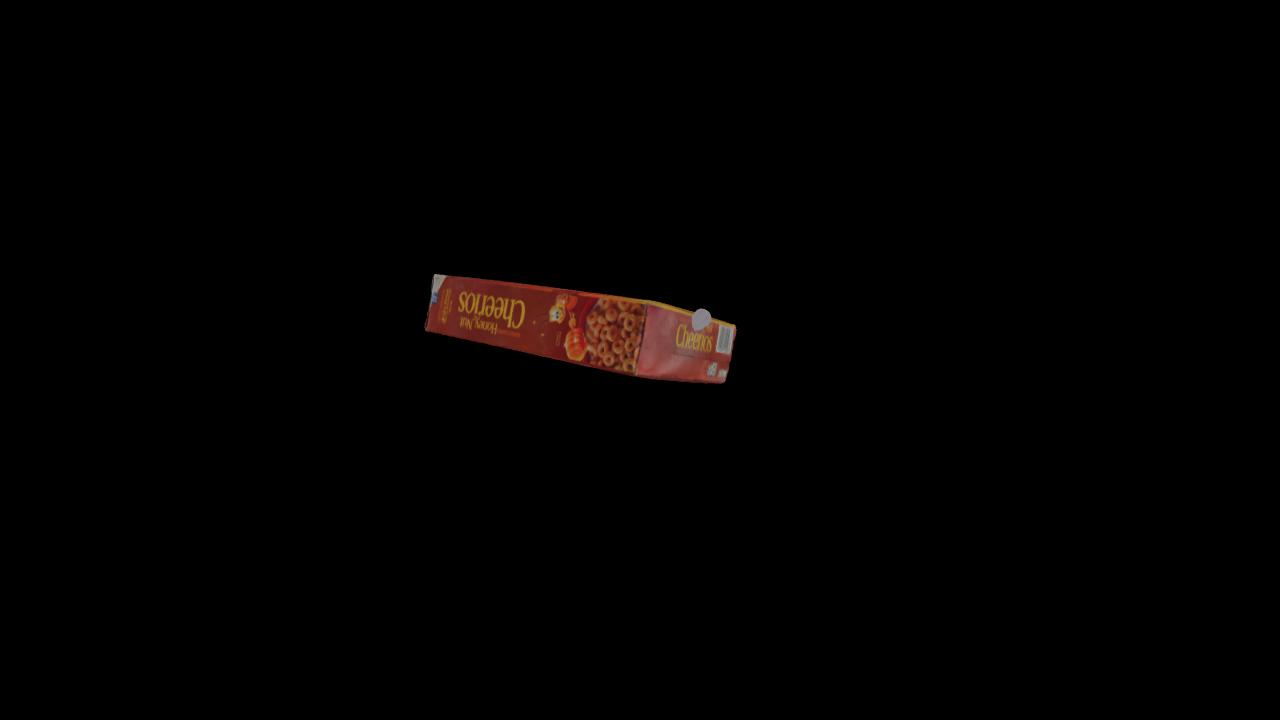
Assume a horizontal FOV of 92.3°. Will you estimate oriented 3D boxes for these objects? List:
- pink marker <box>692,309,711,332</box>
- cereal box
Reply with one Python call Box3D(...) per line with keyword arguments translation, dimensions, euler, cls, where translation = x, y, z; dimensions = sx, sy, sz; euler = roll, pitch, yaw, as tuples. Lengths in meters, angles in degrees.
Box3D(translation=(0.042, -0.025, 0.672), dimensions=(0.020, 0.020, 0.121), euler=(0, -18, -23), cls="pink marker")
Box3D(translation=(-0.070, -0.038, 0.716), dimensions=(0.306, 0.081, 0.203), euler=(12, 3, 33), cls="cereal box")
